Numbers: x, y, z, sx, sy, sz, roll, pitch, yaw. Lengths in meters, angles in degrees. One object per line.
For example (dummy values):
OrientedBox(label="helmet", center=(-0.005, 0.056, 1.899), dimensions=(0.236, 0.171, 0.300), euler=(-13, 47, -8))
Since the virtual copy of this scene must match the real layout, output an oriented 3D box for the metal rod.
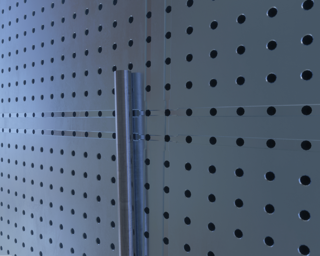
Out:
OrientedBox(label="metal rod", center=(-0.050, 0.067, 0.447), dimensions=(0.025, 0.025, 0.298), euler=(-3, 88, 39))
